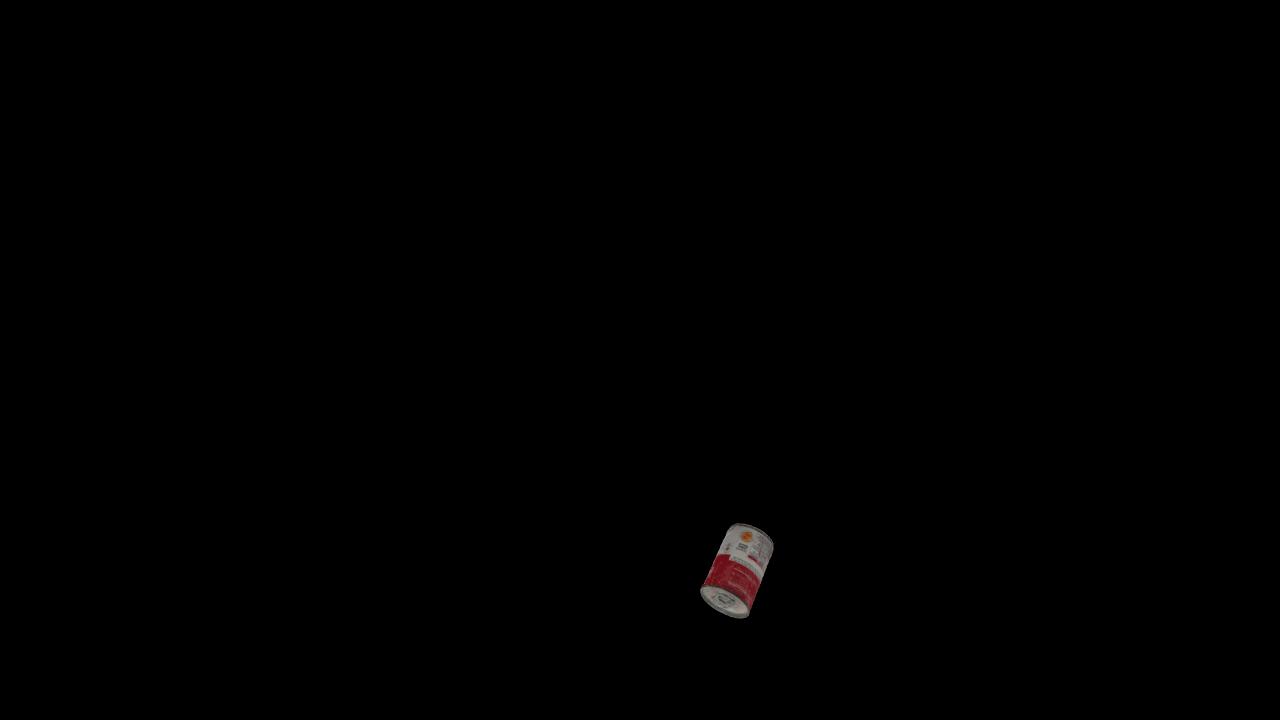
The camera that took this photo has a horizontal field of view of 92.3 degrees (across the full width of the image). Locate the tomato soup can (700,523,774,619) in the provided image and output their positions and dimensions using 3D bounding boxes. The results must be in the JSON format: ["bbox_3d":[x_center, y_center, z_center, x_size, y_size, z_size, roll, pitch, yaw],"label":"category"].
[{"bbox_3d":[0.130,0.275,0.810,0.068,0.068,0.101,0,40,37],"label":"tomato soup can"}]
